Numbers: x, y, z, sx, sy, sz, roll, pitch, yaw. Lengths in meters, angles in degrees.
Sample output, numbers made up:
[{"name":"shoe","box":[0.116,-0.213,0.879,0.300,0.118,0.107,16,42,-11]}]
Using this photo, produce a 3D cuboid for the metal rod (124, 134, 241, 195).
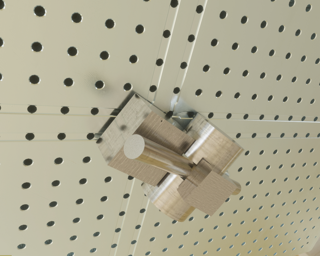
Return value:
[{"name":"metal rod","box":[0.052,0.062,0.423,0.025,0.025,0.301,-50,144,7]}]

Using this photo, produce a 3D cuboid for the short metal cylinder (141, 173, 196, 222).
[{"name":"short metal cylinder","box":[0.021,0.084,0.434,0.080,0.080,0.050,34,99,-39]}]

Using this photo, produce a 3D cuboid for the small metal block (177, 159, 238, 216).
[{"name":"small metal block","box":[0.058,0.075,0.383,0.050,0.025,0.050,35,99,-30]}]

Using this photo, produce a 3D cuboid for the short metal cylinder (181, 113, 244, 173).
[{"name":"short metal cylinder","box":[0.067,0.023,0.423,0.080,0.080,0.050,31,101,-38]}]

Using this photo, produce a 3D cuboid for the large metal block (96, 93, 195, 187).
[{"name":"large metal block","box":[-0.018,0.017,0.388,0.080,0.050,0.080,33,100,-39]}]
